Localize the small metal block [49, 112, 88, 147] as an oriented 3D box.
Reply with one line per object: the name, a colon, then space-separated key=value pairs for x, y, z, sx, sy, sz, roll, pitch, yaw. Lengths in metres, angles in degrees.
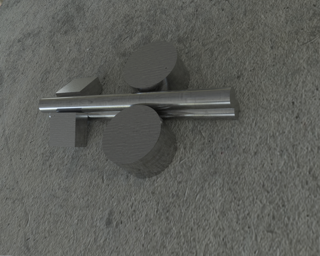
small metal block: x=-0.137 y=0.003 z=0.463 sx=0.050 sy=0.025 sz=0.050 roll=1 pitch=89 yaw=28

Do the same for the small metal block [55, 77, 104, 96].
small metal block: x=-0.128 y=-0.058 z=0.497 sx=0.050 sy=0.025 sz=0.050 roll=0 pitch=35 yaw=28

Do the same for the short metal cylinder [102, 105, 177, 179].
short metal cylinder: x=-0.025 y=0.018 z=0.391 sx=0.080 sy=0.050 sz=0.080 roll=-13 pitch=56 yaw=21

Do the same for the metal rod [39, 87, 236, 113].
metal rod: x=-0.050 y=-0.035 z=0.421 sx=0.300 sy=0.025 sz=0.025 roll=0 pitch=62 yaw=28

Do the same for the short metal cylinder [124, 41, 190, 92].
short metal cylinder: x=-0.004 y=-0.075 z=0.437 sx=0.080 sy=0.050 sz=0.080 roll=-13 pitch=56 yaw=21

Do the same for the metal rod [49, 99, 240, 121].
metal rod: x=-0.040 y=-0.023 z=0.441 sx=0.300 sy=0.025 sz=0.025 roll=0 pitch=62 yaw=28
